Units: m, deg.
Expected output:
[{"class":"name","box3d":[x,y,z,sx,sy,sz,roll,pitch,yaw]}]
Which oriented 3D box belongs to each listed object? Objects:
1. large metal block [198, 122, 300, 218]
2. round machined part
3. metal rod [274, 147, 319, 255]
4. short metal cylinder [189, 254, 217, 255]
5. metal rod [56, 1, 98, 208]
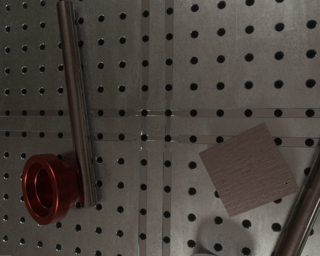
[{"class":"large metal block","box3d":[0.103,0.047,0.363,0.080,0.050,0.080,-28,81,17]},{"class":"round machined part","box3d":[-0.155,0.085,0.445,0.098,0.042,0.097,3,95,40]},{"class":"metal rod","box3d":[0.188,0.035,0.346,0.025,0.025,0.298,22,97,18]},{"class":"short metal cylinder","box3d":[0.062,0.191,0.361,0.080,0.080,0.050,13,95,19]},{"class":"metal rod","box3d":[-0.121,-0.036,0.453,0.025,0.025,0.298,-9,87,19]}]
